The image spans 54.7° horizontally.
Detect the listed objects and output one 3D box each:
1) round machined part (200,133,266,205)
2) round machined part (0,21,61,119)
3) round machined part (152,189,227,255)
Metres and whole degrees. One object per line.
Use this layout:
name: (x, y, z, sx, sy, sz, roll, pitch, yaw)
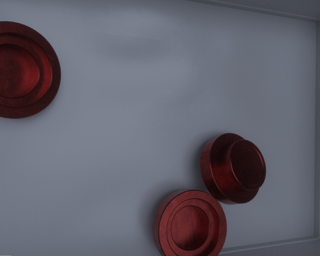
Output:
round machined part: (0.106, 0.053, 0.423, 0.099, 0.042, 0.098, 13, 66, -31)
round machined part: (-0.161, -0.060, 0.329, 0.099, 0.042, 0.097, -6, 98, -43)
round machined part: (0.035, 0.130, 0.410, 0.099, 0.042, 0.097, 3, 81, -22)
